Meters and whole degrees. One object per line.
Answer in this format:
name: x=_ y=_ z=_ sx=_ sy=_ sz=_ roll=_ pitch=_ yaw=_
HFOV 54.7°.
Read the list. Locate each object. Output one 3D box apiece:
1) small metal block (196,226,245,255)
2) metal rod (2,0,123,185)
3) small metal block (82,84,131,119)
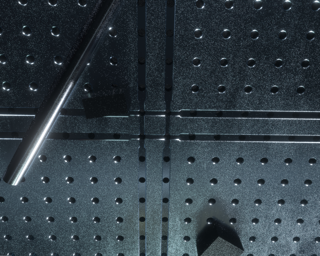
small metal block: x=0.094 y=0.190 z=0.485 sx=0.050 sy=0.025 sz=0.050 roll=33 pitch=106 yaw=-12
metal rod: x=-0.128 y=-0.046 z=0.394 sx=0.025 sy=0.025 sz=0.299 roll=31 pitch=107 yaw=-11
small metal block: x=-0.064 y=-0.034 z=0.387 sx=0.050 sy=0.050 sz=0.025 roll=-8 pitch=110 yaw=2
